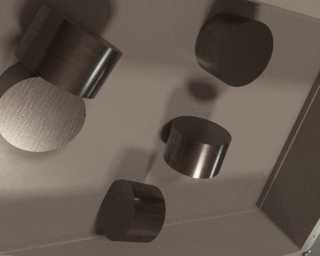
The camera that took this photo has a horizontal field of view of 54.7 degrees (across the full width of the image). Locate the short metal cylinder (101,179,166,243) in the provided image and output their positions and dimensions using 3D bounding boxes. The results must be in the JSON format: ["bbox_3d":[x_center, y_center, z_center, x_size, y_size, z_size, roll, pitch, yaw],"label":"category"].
[{"bbox_3d":[-0.038,0.114,0.425,0.050,0.080,0.080,19,108,-36],"label":"short metal cylinder"}]

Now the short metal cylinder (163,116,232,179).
[{"bbox_3d":[0.049,0.024,0.417,0.081,0.080,0.050,0,119,-29],"label":"short metal cylinder"}]

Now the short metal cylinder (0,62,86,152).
[{"bbox_3d":[-0.121,-0.023,0.313,0.081,0.050,0.079,-14,125,-21],"label":"short metal cylinder"}]

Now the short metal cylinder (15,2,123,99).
[{"bbox_3d":[-0.082,-0.070,0.286,0.080,0.080,0.050,26,104,-38],"label":"short metal cylinder"}]

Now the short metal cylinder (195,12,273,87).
[{"bbox_3d":[0.091,-0.097,0.384,0.081,0.050,0.079,-14,125,-21],"label":"short metal cylinder"}]
